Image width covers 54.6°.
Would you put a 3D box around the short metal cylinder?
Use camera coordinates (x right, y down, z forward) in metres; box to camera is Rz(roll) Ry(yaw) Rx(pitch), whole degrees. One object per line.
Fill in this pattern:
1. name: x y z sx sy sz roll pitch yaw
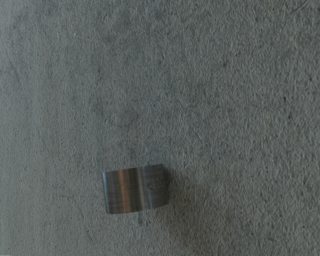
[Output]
1. short metal cylinder: -0.032 0.076 0.397 0.080 0.081 0.050 -14 81 39
